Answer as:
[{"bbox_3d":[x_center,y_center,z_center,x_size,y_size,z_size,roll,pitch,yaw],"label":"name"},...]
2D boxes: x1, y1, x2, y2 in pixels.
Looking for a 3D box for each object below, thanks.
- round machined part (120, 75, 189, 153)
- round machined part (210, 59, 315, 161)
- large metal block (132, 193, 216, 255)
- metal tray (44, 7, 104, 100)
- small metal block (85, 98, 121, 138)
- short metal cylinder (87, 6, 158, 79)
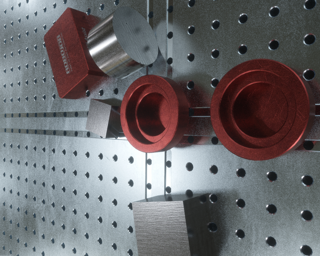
[{"bbox_3d":[-0.002,-0.018,0.401,0.098,0.042,0.097,0,90,40],"label":"round machined part"},{"bbox_3d":[0.104,-0.017,0.313,0.098,0.042,0.097,0,90,40],"label":"round machined part"},{"bbox_3d":[0.016,0.126,0.380,0.080,0.050,0.080,-13,82,39],"label":"large metal block"},{"bbox_3d":[-0.151,-0.126,0.531,0.090,0.030,0.130,-31,71,35],"label":"metal tray"},{"bbox_3d":[-0.086,-0.015,0.481,0.050,0.025,0.050,20,103,38],"label":"small metal block"},{"bbox_3d":[-0.048,-0.112,0.413,0.050,0.081,0.080,-20,77,38],"label":"short metal cylinder"}]
